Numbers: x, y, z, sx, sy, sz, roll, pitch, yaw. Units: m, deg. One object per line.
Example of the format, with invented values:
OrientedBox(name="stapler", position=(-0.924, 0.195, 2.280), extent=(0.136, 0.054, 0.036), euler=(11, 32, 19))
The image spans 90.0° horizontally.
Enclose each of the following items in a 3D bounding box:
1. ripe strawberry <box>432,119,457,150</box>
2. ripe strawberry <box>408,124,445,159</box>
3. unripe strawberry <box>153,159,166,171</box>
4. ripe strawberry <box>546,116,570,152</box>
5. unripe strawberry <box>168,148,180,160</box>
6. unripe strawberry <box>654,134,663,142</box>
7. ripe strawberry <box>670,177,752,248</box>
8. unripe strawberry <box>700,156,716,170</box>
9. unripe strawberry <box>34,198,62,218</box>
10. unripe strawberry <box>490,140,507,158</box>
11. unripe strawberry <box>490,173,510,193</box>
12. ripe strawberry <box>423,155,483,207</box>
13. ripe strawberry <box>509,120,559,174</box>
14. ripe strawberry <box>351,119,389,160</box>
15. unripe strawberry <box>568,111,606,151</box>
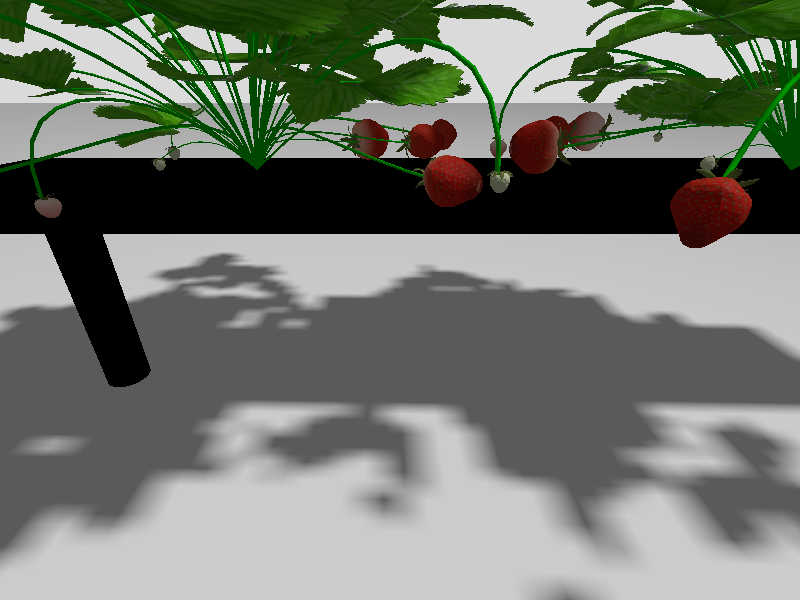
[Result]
OrientedBox(name="ripe strawberry", position=(0.050, -0.185, 0.449), extent=(0.033, 0.032, 0.030), euler=(-19, 33, -34))
OrientedBox(name="ripe strawberry", position=(0.024, -0.149, 0.376), extent=(0.036, 0.031, 0.036), euler=(-9, 29, -18))
OrientedBox(name="unripe strawberry", position=(-0.206, -0.116, 0.343), extent=(0.010, 0.010, 0.009), euler=(2, 28, 5))
OrientedBox(name="ripe strawberry", position=(0.146, -0.162, 0.398), extent=(0.040, 0.039, 0.037), euler=(11, 29, 21))
OrientedBox(name="unripe strawberry", position=(-0.214, -0.139, 0.380), extent=(0.010, 0.011, 0.011), euler=(14, 31, 25))
OrientedBox(name="unripe strawberry", position=(0.309, -0.194, 0.479), extent=(0.009, 0.010, 0.010), euler=(-3, 28, -7))
OrientedBox(name="ripe strawberry", position=(0.128, -0.036, 0.168), extent=(0.027, 0.030, 0.029), euler=(27, -11, 41))
OrientedBox(name="unripe strawberry", position=(0.250, -0.111, 0.326), extent=(0.011, 0.011, 0.010), euler=(-11, 28, -2))
OrientedBox(name="unripe strawberry", position=(-0.178, -0.047, 0.203), extent=(0.009, 0.010, 0.011), euler=(10, 29, 19))
OrientedBox(name="unripe strawberry", position=(0.084, -0.130, 0.345), extent=(0.015, 0.015, 0.014), euler=(2, 28, 3))
OrientedBox(name="unripe strawberry", position=(0.046, -0.054, 0.185), extent=(0.010, 0.010, 0.009), euler=(24, 36, 38))
OrientedBox(name="ripe strawberry", position=(0.029, -0.064, 0.217), extent=(0.031, 0.027, 0.031), euler=(22, 35, 35))
OrientedBox(name="ripe strawberry", position=(0.103, -0.118, 0.310), extent=(0.037, 0.039, 0.034), euler=(-3, 28, -5))
OrientedBox(name="ripe strawberry", position=(-0.028, -0.156, 0.390), extent=(0.037, 0.037, 0.035), euler=(-18, 33, -32))
OrientedBox(name="unripe strawberry", position=(0.196, -0.180, 0.428), extent=(0.039, 0.039, 0.043), euler=(21, 34, 35))
